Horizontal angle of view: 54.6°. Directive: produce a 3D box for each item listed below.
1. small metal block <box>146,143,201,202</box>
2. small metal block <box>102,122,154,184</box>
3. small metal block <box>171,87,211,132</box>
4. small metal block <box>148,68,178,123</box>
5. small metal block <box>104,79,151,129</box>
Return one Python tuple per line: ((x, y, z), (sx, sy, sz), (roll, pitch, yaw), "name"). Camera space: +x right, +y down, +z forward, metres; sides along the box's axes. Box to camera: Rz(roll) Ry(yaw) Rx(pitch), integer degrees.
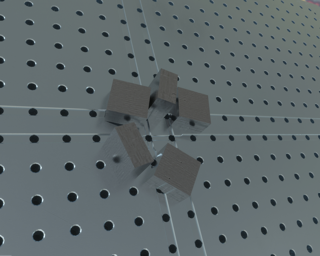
((0.017, 0.055, 0.384), (0.050, 0.025, 0.050), (31, 52, -8), "small metal block")
((-0.038, 0.029, 0.354), (0.025, 0.050, 0.050), (-17, 71, -35), "small metal block")
((0.043, -0.026, 0.447), (0.050, 0.025, 0.050), (13, 56, -21), "small metal block")
((0.000, -0.043, 0.418), (0.025, 0.050, 0.050), (18, 55, -18), "small metal block")
((-0.041, -0.031, 0.400), (0.050, 0.025, 0.050), (12, 56, -10), "small metal block")
